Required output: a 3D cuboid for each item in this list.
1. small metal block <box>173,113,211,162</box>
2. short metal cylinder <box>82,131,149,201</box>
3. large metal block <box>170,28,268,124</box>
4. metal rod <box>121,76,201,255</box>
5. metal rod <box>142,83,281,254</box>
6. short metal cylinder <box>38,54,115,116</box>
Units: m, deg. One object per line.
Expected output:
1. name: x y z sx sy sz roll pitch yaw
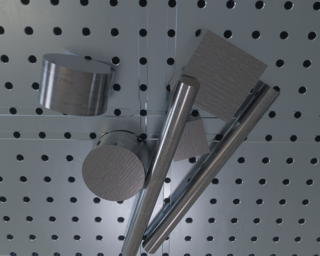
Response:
1. small metal block: 0.036 0.013 0.419 0.050 0.025 0.050 -15 110 5
2. short metal cylinder: -0.057 0.050 0.415 0.080 0.050 0.079 1 109 4
3. large metal block: 0.067 -0.065 0.377 0.080 0.050 0.080 28 108 -10
4. metal rod: -0.008 0.072 0.411 0.025 0.025 0.298 15 120 -6
5. metal rod: 0.063 0.067 0.438 0.025 0.025 0.299 31 107 -11
6. short metal cylinder: -0.098 -0.052 0.364 0.081 0.080 0.050 13 110 -5
